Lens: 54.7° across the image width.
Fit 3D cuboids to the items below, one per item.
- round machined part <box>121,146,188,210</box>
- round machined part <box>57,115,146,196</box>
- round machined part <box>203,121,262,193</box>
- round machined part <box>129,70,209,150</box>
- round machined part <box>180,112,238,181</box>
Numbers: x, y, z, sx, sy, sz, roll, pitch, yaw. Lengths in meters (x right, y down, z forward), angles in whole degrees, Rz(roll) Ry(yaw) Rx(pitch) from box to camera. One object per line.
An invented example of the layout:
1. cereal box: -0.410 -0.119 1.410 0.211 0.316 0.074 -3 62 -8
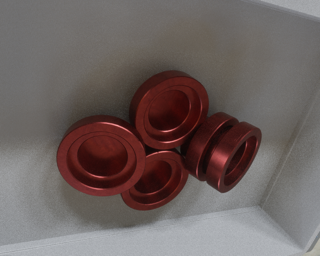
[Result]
1. round machined part: -0.013 0.062 0.426 0.099 0.042 0.097 -14 124 -21
2. round machined part: -0.066 0.028 0.364 0.099 0.042 0.097 -2 116 -4
3. round machined part: 0.091 0.034 0.416 0.099 0.042 0.097 -33 140 -34
4. round machined part: 0.008 -0.025 0.383 0.099 0.042 0.097 -14 124 -21
5. round machined part: 0.066 0.021 0.431 0.099 0.042 0.097 -33 139 -34
